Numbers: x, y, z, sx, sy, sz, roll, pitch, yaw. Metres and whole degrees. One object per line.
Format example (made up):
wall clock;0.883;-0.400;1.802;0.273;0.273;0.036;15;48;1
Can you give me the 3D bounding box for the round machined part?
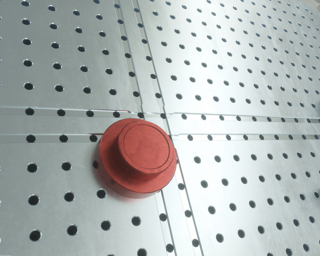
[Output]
round machined part;-0.023;0.030;0.368;0.099;0.042;0.098;14;56;-21
